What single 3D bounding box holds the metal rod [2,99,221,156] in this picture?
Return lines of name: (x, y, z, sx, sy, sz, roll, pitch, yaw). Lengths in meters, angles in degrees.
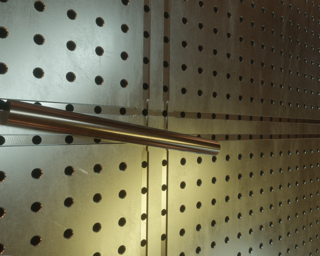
metal rod: (-0.030, 0.008, 0.385, 0.302, 0.025, 0.025, 12, 83, -40)
